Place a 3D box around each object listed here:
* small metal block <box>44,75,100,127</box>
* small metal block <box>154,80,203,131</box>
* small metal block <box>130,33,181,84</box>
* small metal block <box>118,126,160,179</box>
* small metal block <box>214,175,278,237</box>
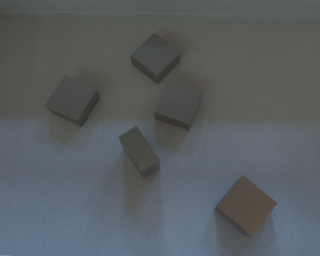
[{"bbox_3d":[-0.118,-0.037,0.422,0.050,0.025,0.050,25,72,8],"label":"small metal block"},{"bbox_3d":[0.025,-0.030,0.421,0.050,0.025,0.050,20,71,7],"label":"small metal block"},{"bbox_3d":[-0.006,-0.100,0.446,0.050,0.025,0.050,39,74,13],"label":"small metal block"},{"bbox_3d":[-0.025,0.032,0.384,0.025,0.050,0.050,-32,73,-11],"label":"small metal block"},{"bbox_3d":[0.103,0.095,0.376,0.050,0.025,0.050,40,75,13],"label":"small metal block"}]
